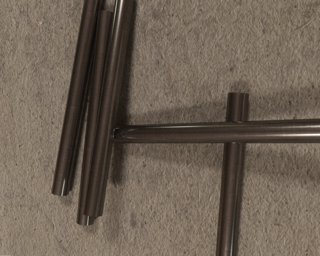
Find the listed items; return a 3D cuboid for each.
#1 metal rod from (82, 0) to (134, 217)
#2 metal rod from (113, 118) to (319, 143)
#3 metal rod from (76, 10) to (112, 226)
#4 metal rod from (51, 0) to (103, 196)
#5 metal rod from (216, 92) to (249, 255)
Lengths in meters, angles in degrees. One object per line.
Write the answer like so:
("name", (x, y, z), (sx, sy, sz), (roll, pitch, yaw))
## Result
("metal rod", (-0.067, -0.037, 0.409), (0.025, 0.025, 0.298), (5, 84, 19))
("metal rod", (0.062, 0.006, 0.362), (0.300, 0.025, 0.025), (-2, 90, 28))
("metal rod", (-0.091, -0.012, 0.439), (0.025, 0.025, 0.298), (7, 92, 19))
("metal rod", (-0.120, -0.050, 0.449), (0.025, 0.025, 0.298), (12, 94, 19))
("metal rod", (0.084, 0.107, 0.378), (0.025, 0.025, 0.298), (5, 91, 19))
